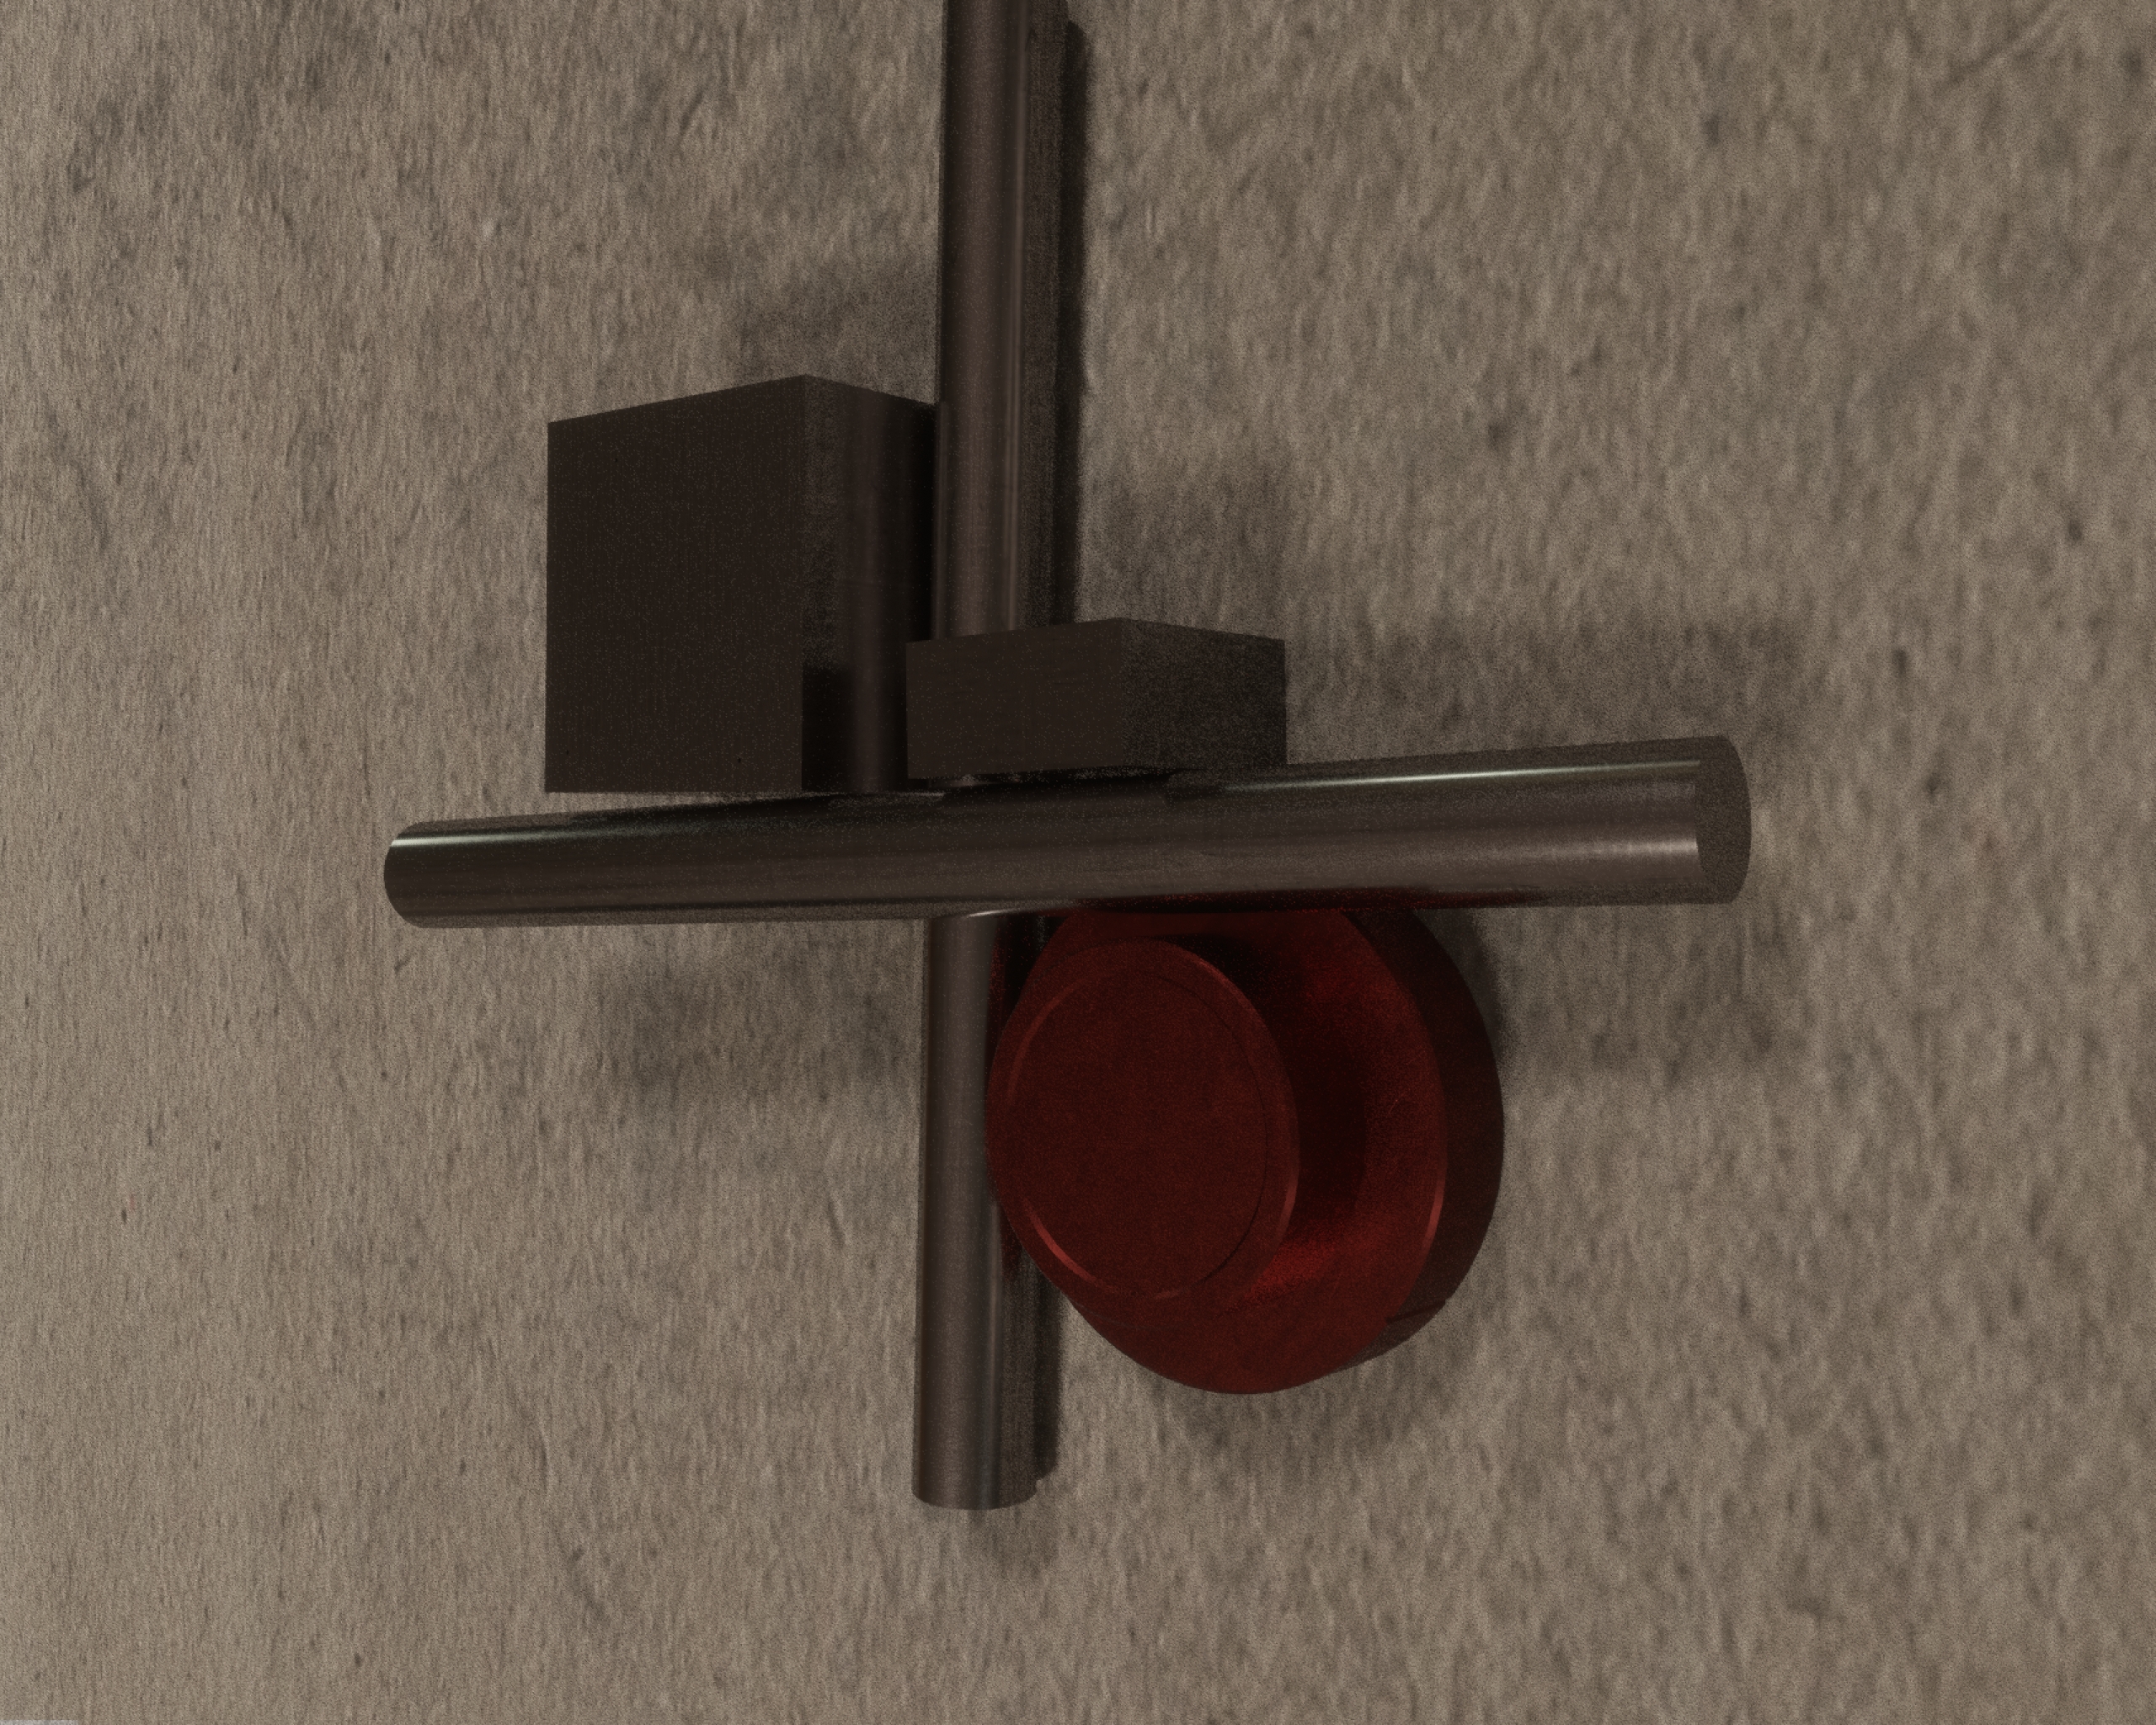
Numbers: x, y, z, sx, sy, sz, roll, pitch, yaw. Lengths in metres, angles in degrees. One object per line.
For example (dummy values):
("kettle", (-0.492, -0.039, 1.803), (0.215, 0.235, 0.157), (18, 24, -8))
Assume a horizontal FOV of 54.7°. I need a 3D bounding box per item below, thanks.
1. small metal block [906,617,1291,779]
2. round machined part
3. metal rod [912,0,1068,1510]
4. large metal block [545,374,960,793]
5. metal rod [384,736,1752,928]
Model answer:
("small metal block", (0.004, -0.028, 0.385), (0.050, 0.050, 0.025), (-2, 89, 39))
("round machined part", (0.022, 0.047, 0.374), (0.098, 0.042, 0.097), (0, 90, 39))
("metal rod", (-0.018, -0.022, 0.419), (0.025, 0.025, 0.298), (2, 91, 39))
("large metal block", (-0.067, -0.054, 0.442), (0.080, 0.050, 0.079), (1, 91, 39))
("metal rod", (-0.027, -0.002, 0.394), (0.300, 0.025, 0.025), (-2, 89, 35))
